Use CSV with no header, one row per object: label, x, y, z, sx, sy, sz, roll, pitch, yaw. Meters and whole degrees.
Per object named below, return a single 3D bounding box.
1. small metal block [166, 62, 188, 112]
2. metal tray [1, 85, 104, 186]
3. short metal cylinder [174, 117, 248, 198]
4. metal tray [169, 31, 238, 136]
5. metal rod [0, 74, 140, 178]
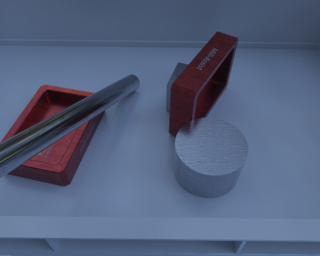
small metal block,0.029,-0.055,0.436,0.025,0.050,0.050,15,52,12
metal tray,-0.135,0.004,0.396,0.090,0.030,0.130,10,51,8
short metal cylinder,0.057,0.034,0.361,0.081,0.050,0.080,0,50,0
metal tray,0.058,-0.056,0.410,0.030,0.089,0.130,25,54,19
metal rod,-0.098,-0.010,0.338,0.025,0.025,0.301,19,29,15
